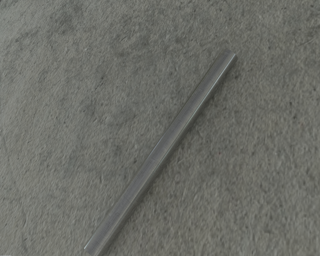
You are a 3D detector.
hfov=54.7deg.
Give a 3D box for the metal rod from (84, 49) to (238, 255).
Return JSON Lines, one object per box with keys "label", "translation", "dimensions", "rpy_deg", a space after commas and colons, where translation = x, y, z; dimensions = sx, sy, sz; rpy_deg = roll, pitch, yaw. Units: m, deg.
{"label": "metal rod", "translation": [0.008, 0.023, 0.384], "dimensions": [0.025, 0.025, 0.300], "rpy_deg": [27, 76, 37]}
